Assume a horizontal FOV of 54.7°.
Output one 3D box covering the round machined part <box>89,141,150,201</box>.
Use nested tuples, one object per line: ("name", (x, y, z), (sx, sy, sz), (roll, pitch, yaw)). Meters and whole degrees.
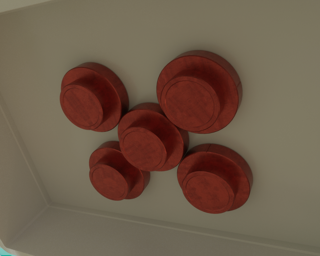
("round machined part", (-0.068, 0.072, 0.475), (0.098, 0.042, 0.097), (13, 124, 20))

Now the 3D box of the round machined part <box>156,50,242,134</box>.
("round machined part", (0.040, -0.035, 0.352), (0.098, 0.042, 0.097), (13, 124, 20))

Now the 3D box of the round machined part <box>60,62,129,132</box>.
("round machined part", (-0.096, -0.036, 0.422), (0.098, 0.042, 0.097), (13, 124, 20))

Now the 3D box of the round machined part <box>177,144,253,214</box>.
("round machined part", (0.067, 0.072, 0.404), (0.098, 0.042, 0.097), (13, 124, 20))

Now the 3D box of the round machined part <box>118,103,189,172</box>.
("round machined part", (-0.014, 0.019, 0.413), (0.098, 0.042, 0.097), (13, 124, 20))
